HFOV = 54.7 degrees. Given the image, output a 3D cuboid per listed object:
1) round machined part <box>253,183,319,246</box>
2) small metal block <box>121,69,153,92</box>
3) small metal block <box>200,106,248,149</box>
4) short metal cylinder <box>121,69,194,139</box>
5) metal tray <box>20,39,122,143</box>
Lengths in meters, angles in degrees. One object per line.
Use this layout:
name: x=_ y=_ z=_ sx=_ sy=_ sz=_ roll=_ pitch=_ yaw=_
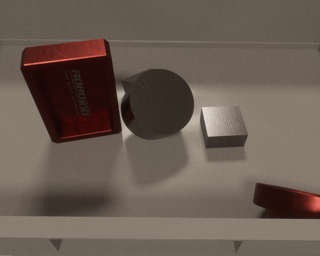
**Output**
round machined part: x=0.141 y=0.084 z=0.300 sx=0.098 sy=0.098 sz=0.042 roll=10 pitch=85 yaw=8
small metal block: x=-0.021 y=-0.064 z=0.444 sx=0.050 sy=0.025 sz=0.050 roll=-25 pitch=21 yaw=-20
small metal block: x=0.083 y=-0.002 z=0.408 sx=0.050 sy=0.025 sz=0.050 roll=-3 pitch=50 yaw=-3
short metal cylinder: x=-0.004 y=-0.028 z=0.388 sx=0.081 sy=0.050 sz=0.080 roll=3 pitch=80 yaw=-19
metal tray: x=-0.097 y=-0.038 z=0.368 sx=0.091 sy=0.129 sz=0.030 roll=-9 pitch=51 yaw=-8
